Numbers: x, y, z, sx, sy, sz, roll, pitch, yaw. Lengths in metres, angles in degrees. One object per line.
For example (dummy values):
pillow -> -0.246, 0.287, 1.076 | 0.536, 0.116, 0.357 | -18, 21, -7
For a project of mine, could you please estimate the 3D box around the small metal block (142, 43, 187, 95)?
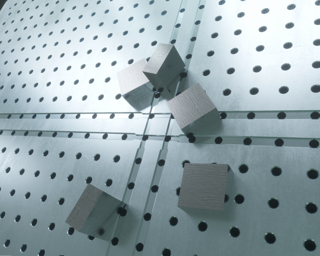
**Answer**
small metal block -> 0.008, -0.083, 0.440 | 0.025, 0.050, 0.050 | 18, 71, 35

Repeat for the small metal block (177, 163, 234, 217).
small metal block -> 0.051, 0.067, 0.341 | 0.050, 0.025, 0.050 | -2, 61, 27

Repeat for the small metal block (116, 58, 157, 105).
small metal block -> -0.035, -0.071, 0.471 | 0.050, 0.025, 0.050 | -26, 53, 12

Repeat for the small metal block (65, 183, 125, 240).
small metal block -> -0.076, 0.101, 0.371 | 0.025, 0.050, 0.050 | 19, 72, 35

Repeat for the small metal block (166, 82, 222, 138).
small metal block -> 0.043, -0.023, 0.401 | 0.050, 0.025, 0.050 | -32, 52, 7
